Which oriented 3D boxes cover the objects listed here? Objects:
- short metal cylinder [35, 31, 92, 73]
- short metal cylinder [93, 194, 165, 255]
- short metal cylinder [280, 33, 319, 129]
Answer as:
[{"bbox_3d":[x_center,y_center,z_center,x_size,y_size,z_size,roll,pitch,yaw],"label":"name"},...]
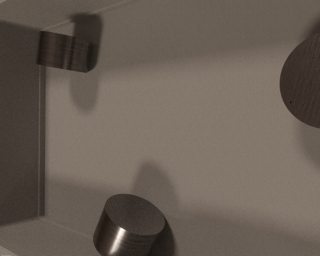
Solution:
[{"bbox_3d":[-0.153,-0.120,0.494,0.080,0.081,0.050,18,101,38],"label":"short metal cylinder"},{"bbox_3d":[-0.040,0.130,0.402,0.080,0.081,0.050,34,111,34],"label":"short metal cylinder"},{"bbox_3d":[0.152,-0.039,0.265,0.080,0.050,0.079,0,90,39],"label":"short metal cylinder"}]
